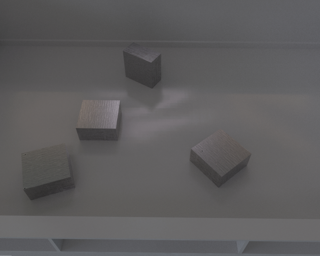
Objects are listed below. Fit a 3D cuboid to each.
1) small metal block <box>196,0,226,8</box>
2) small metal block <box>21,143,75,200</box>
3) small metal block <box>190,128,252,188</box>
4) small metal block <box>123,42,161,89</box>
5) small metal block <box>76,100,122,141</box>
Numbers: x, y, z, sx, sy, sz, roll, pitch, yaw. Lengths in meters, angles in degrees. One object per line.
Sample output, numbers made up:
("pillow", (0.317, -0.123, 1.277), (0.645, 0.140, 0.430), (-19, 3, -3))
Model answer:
("small metal block", (0.102, -0.277, 0.641), (0.050, 0.025, 0.050), (-20, 53, -16))
("small metal block", (-0.131, 0.050, 0.362), (0.050, 0.025, 0.050), (-14, 52, -12))
("small metal block", (0.072, 0.035, 0.376), (0.050, 0.025, 0.050), (-32, 57, -24))
("small metal block", (-0.026, -0.094, 0.468), (0.050, 0.050, 0.025), (27, 55, 21))
("small metal block", (-0.080, -0.011, 0.413), (0.050, 0.025, 0.050), (1, 50, 0))
